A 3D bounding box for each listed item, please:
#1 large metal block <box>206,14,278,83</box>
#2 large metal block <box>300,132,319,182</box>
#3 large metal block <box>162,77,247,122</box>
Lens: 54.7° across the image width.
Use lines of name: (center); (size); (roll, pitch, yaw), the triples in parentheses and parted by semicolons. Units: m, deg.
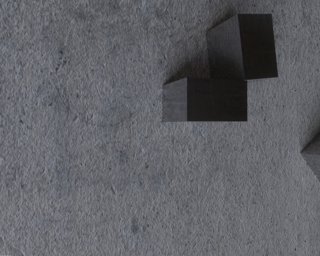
large metal block: (0.108, -0.101, 0.419); (0.050, 0.080, 0.080); (-8, 93, -20)
large metal block: (0.291, 0.046, 0.503); (0.080, 0.050, 0.080); (-42, 103, -15)
large metal block: (0.055, -0.033, 0.400); (0.081, 0.080, 0.050); (0, 90, -20)
